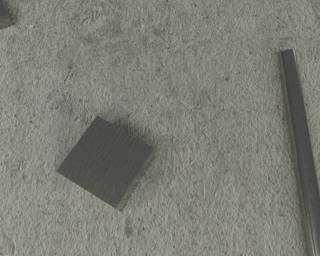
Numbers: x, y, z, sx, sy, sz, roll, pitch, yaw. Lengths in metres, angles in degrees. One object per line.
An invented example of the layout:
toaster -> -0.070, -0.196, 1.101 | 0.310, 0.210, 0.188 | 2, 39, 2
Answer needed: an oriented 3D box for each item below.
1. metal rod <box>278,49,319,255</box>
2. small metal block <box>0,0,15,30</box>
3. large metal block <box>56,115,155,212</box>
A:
metal rod -> 0.183, 0.033, 0.398 | 0.025, 0.025, 0.299 | 0, 70, 0
small metal block -> -0.257, -0.175, 0.469 | 0.050, 0.025, 0.050 | -23, 72, -9
large metal block -> -0.062, 0.044, 0.378 | 0.080, 0.050, 0.080 | 30, 72, 10
